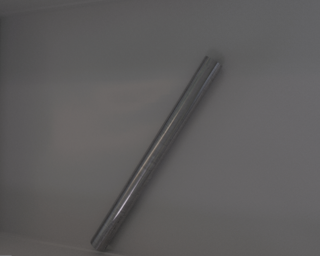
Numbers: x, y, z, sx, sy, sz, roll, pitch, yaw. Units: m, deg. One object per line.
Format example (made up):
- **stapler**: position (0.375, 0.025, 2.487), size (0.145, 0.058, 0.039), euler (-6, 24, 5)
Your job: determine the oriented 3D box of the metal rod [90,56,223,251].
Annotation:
- **metal rod**: position (-0.010, 0.041, 0.414), size (0.025, 0.025, 0.299), euler (35, 101, 16)
